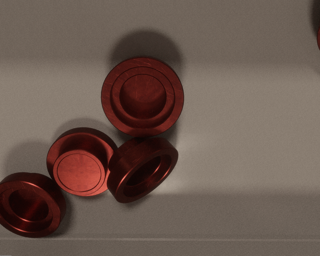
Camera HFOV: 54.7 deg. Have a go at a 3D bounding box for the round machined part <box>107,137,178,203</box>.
[{"bbox_3d":[-0.027,0.048,0.401,0.042,0.098,0.098,46,108,28],"label":"round machined part"}]

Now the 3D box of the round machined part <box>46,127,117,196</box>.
[{"bbox_3d":[-0.105,0.052,0.420,0.099,0.042,0.097,0,110,-1],"label":"round machined part"}]

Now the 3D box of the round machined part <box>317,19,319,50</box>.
[{"bbox_3d":[0.231,-0.116,0.346,0.098,0.042,0.097,17,145,13],"label":"round machined part"}]

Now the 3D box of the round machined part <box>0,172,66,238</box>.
[{"bbox_3d":[-0.178,0.102,0.433,0.099,0.042,0.097,2,115,5],"label":"round machined part"}]

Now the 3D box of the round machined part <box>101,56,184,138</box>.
[{"bbox_3d":[-0.021,-0.041,0.386,0.099,0.042,0.097,0,108,-1],"label":"round machined part"}]
